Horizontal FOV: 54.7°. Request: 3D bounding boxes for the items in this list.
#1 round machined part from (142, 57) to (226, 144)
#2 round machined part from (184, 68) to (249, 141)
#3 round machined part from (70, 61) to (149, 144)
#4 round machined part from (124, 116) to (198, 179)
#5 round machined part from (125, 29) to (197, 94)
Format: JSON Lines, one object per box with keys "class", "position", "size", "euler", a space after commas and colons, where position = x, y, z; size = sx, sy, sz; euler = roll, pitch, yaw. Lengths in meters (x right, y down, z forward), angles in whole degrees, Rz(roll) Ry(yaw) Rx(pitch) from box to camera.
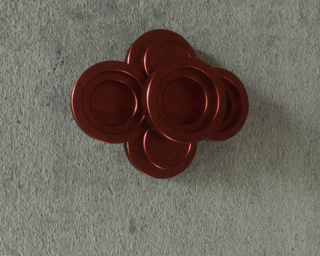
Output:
{"class": "round machined part", "position": [0.025, -0.031, 0.366], "size": [0.099, 0.042, 0.097], "euler": [0, 91, -21]}
{"class": "round machined part", "position": [0.069, -0.031, 0.428], "size": [0.099, 0.042, 0.097], "euler": [0, 90, -21]}
{"class": "round machined part", "position": [-0.059, -0.030, 0.380], "size": [0.099, 0.042, 0.097], "euler": [0, 90, -21]}
{"class": "round machined part", "position": [0.006, 0.018, 0.404], "size": [0.099, 0.042, 0.097], "euler": [0, 90, -21]}
{"class": "round machined part", "position": [0.006, -0.081, 0.404], "size": [0.099, 0.042, 0.097], "euler": [0, 90, -21]}
